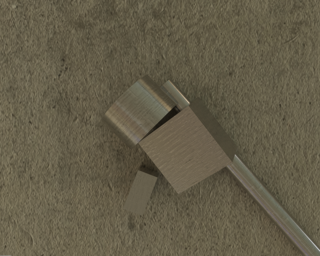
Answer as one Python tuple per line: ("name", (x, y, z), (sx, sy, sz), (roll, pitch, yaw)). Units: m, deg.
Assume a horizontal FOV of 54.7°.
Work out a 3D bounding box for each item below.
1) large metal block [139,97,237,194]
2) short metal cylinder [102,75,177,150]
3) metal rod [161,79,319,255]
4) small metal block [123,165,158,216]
("large metal block", (0.035, 0.021, 0.382), (0.080, 0.050, 0.080), (-37, 92, 26))
("short metal cylinder", (-0.025, -0.019, 0.382), (0.050, 0.080, 0.080), (45, 90, 0))
("metal rod", (0.105, 0.055, 0.411), (0.025, 0.025, 0.300), (-42, 91, 0))
("small metal block", (-0.024, 0.078, 0.397), (0.025, 0.050, 0.050), (21, 90, 0))
